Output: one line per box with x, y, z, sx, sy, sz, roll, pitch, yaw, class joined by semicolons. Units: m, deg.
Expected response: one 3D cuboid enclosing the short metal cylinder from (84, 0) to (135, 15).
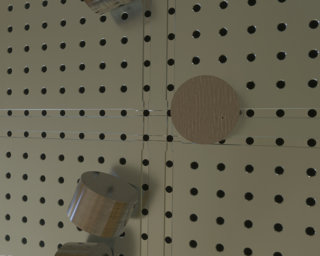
-0.072;-0.198;0.409;0.050;0.080;0.080;-14;85;19;short metal cylinder

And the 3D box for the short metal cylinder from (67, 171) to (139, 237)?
-0.075;0.098;0.410;0.080;0.080;0.050;26;99;18;short metal cylinder

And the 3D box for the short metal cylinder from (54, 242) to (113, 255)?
-0.104;0.198;0.420;0.050;0.080;0.080;-6;88;20;short metal cylinder

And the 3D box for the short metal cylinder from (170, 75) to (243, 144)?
0.059;-0.021;0.378;0.080;0.050;0.079;0;90;20;short metal cylinder
